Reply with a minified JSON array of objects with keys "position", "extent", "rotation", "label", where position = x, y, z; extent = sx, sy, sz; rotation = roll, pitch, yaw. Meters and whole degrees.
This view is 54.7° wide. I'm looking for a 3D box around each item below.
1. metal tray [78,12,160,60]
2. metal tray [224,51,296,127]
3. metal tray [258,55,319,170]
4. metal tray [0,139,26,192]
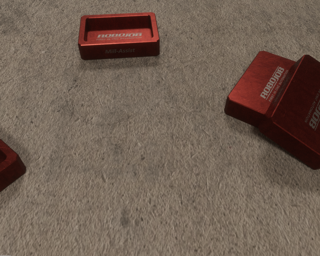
[{"position":[-0.070,-0.160,0.533],"extent":[0.131,0.030,0.090],"rotation":[-4,50,-4],"label":"metal tray"},{"position":[0.162,-0.054,0.448],"extent":[0.090,0.030,0.130],"rotation":[26,54,20],"label":"metal tray"},{"position":[0.193,-0.024,0.395],"extent":[0.090,0.030,0.130],"rotation":[36,62,2],"label":"metal tray"},{"position":[-0.235,0.058,0.348],"extent":[0.090,0.030,0.131],"rotation":[33,57,24],"label":"metal tray"}]
